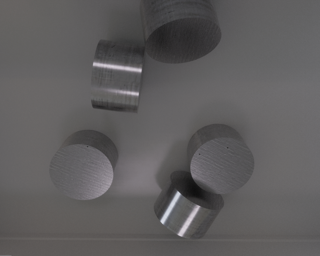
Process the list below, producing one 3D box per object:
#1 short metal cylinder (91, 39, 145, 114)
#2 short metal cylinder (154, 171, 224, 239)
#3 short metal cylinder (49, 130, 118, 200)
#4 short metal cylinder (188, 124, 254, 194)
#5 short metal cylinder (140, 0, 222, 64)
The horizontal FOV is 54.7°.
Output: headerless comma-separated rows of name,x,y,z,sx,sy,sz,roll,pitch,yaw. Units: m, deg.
short metal cylinder,-0.046,-0.059,0.360,0.050,0.080,0.079,7,110,-3
short metal cylinder,0.039,0.102,0.420,0.080,0.080,0.050,24,108,-9
short metal cylinder,-0.099,0.048,0.415,0.081,0.050,0.079,0,110,0
short metal cylinder,0.079,0.040,0.413,0.081,0.050,0.079,0,110,0
short metal cylinder,0.021,-0.112,0.333,0.080,0.080,0.050,-10,71,3
